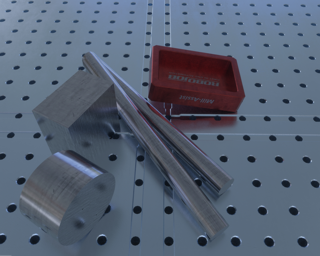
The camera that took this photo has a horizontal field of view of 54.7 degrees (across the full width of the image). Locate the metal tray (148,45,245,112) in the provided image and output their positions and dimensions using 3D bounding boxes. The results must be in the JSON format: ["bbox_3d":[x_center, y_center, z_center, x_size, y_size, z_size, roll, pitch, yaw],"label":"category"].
[{"bbox_3d":[0.051,-0.073,0.451,0.131,0.030,0.090,7,50,-8],"label":"metal tray"}]

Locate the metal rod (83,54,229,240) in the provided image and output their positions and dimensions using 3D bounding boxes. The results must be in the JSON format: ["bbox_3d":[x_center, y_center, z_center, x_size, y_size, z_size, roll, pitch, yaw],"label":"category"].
[{"bbox_3d":[-0.021,0.004,0.389,0.025,0.025,0.300,-27,60,-21],"label":"metal rod"}]

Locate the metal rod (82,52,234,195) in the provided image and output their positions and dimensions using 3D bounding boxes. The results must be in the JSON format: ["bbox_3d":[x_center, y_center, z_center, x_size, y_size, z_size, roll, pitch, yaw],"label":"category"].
[{"bbox_3d":[-0.019,-0.023,0.426,0.025,0.025,0.300,-32,57,-24],"label":"metal rod"}]

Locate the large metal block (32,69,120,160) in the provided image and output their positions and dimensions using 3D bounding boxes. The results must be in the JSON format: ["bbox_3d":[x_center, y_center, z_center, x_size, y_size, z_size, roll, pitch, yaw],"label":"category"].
[{"bbox_3d":[-0.097,-0.010,0.379,0.050,0.080,0.080,24,54,18],"label":"large metal block"}]

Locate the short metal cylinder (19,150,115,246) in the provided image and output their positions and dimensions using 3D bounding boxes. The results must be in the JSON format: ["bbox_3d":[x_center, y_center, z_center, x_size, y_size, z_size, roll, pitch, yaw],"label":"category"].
[{"bbox_3d":[-0.090,0.069,0.313,0.050,0.080,0.080,27,55,20],"label":"short metal cylinder"}]
